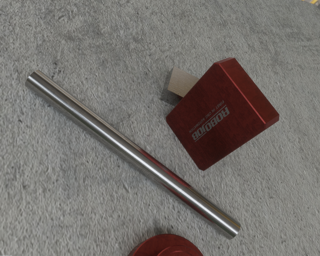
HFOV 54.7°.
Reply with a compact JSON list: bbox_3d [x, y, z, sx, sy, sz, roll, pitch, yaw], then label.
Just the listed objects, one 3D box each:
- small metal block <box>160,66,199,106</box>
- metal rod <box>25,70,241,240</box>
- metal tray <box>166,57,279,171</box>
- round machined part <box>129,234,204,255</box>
[{"bbox_3d":[0.033,-0.057,0.458,0.050,0.025,0.050,25,53,-14],"label":"small metal block"},{"bbox_3d":[-0.029,0.034,0.368,0.301,0.025,0.025,38,51,-3],"label":"metal rod"},{"bbox_3d":[0.069,-0.012,0.382,0.030,0.129,0.090,-26,76,-37],"label":"metal tray"},{"bbox_3d":[0.012,0.155,0.306,0.099,0.042,0.098,14,56,-21],"label":"round machined part"}]
